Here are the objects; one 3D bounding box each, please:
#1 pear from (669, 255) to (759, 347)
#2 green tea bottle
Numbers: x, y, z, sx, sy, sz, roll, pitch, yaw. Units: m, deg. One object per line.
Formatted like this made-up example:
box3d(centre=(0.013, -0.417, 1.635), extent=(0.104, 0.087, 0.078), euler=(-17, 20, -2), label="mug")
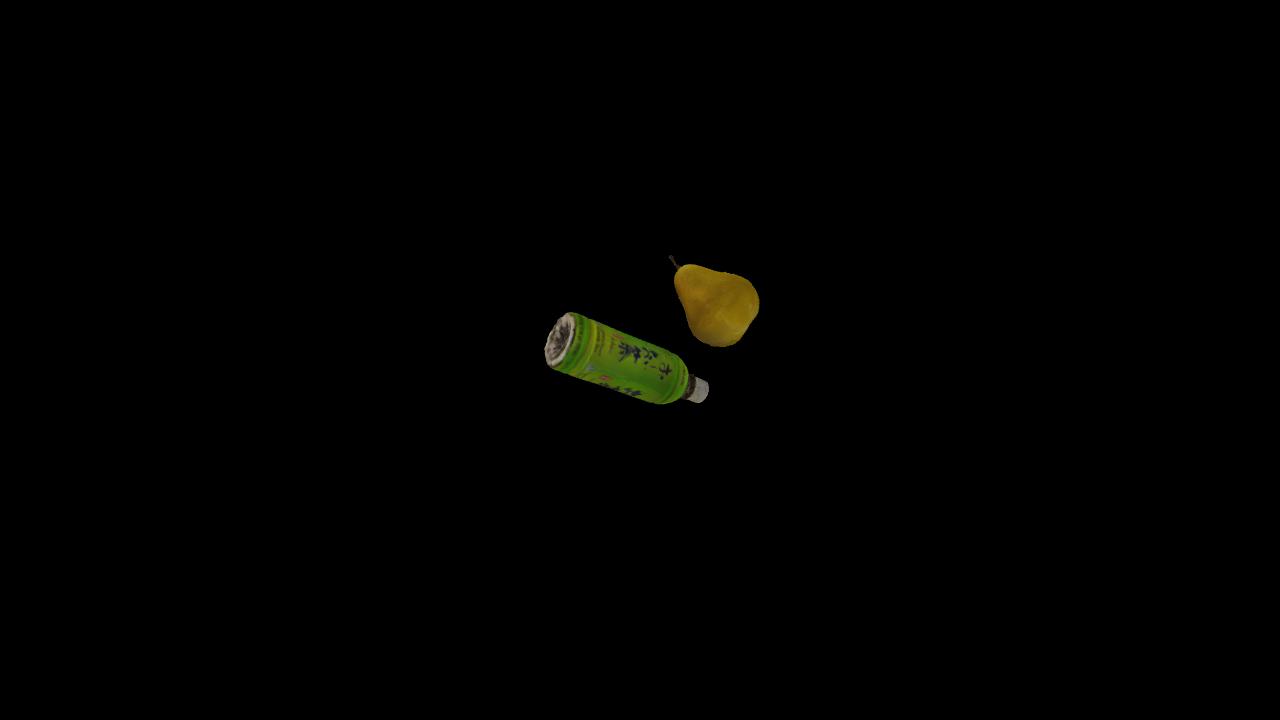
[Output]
box3d(centre=(0.067, -0.066, 0.638), extent=(0.111, 0.080, 0.080), euler=(36, 1, 1), label="pear")
box3d(centre=(-0.006, 0.008, 0.735), extent=(0.212, 0.073, 0.073), euler=(19, -10, -31), label="green tea bottle")
